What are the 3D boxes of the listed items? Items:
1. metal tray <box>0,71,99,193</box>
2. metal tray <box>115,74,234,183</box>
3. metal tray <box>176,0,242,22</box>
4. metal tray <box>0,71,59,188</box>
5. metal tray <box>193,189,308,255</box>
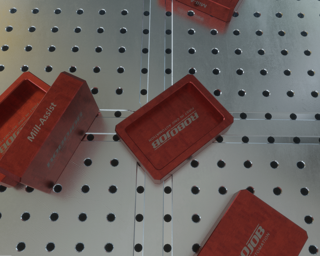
[{"bbox_3d":[-0.126,0.008,0.372,0.030,0.090,0.130,25,72,8],"label":"metal tray"},{"bbox_3d":[0.019,-0.001,0.409,0.131,0.030,0.090,-37,74,-13],"label":"metal tray"},{"bbox_3d":[0.073,-0.235,0.495,0.130,0.030,0.090,27,72,9],"label":"metal tray"},{"bbox_3d":[-0.182,-0.001,0.400,0.090,0.030,0.130,33,74,17],"label":"metal tray"},{"bbox_3d":[0.096,0.149,0.356,0.090,0.030,0.130,35,73,11],"label":"metal tray"}]
